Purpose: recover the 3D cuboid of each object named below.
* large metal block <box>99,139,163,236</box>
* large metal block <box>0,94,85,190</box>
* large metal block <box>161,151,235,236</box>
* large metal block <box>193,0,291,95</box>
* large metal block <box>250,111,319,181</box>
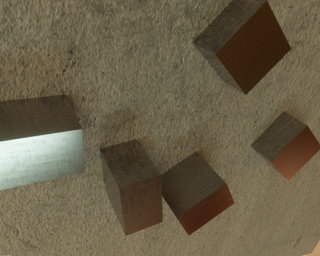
[{"bbox_3d":[-0.037,0.073,0.396,0.050,0.080,0.079,-15,125,-20],"label":"large metal block"},{"bbox_3d":[-0.126,0.010,0.308,0.081,0.080,0.050,-10,123,-23],"label":"large metal block"},{"bbox_3d":[0.048,0.094,0.455,0.080,0.080,0.050,-33,129,-7],"label":"large metal block"},{"bbox_3d":[0.102,-0.102,0.383,0.080,0.050,0.080,-46,129,4],"label":"large metal block"},{"bbox_3d":[0.216,0.032,0.528,0.080,0.050,0.080,-48,129,5],"label":"large metal block"}]
